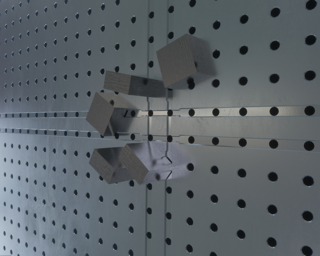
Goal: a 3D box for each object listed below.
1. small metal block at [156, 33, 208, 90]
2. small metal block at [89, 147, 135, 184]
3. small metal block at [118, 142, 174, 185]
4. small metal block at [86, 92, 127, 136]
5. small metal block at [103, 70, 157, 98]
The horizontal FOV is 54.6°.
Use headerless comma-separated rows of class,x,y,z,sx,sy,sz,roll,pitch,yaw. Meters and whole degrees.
small metal block,0.027,-0.082,0.388,0.050,0.025,0.050,-21,77,38
small metal block,-0.065,0.053,0.448,0.050,0.050,0.025,38,113,33
small metal block,-0.018,0.045,0.409,0.050,0.050,0.025,47,118,30
small metal block,-0.084,-0.022,0.480,0.050,0.025,0.050,38,114,33
small metal block,-0.041,-0.061,0.428,0.050,0.050,0.025,18,102,38
